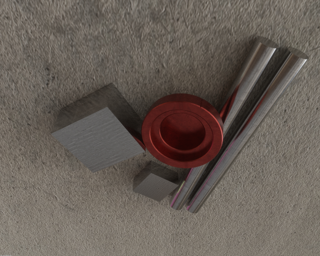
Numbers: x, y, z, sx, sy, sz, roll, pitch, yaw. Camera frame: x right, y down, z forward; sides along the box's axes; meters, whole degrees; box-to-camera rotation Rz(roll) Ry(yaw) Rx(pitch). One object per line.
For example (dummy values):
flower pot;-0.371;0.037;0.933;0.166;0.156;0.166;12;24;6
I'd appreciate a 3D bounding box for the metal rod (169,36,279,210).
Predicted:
metal rod;0.071;0.017;0.422;0.025;0.025;0.298;13;129;-11

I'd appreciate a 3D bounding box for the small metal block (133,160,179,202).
small metal block;-0.007;0.083;0.478;0.050;0.025;0.050;28;125;-22

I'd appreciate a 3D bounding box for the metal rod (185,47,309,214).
metal rod;0.103;0.025;0.430;0.025;0.025;0.298;14;129;-13

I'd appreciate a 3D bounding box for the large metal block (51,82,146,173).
large metal block;-0.073;0.002;0.392;0.080;0.050;0.080;-23;127;18

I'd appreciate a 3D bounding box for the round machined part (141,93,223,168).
round machined part;0.029;0.000;0.387;0.098;0.042;0.097;6;124;9
